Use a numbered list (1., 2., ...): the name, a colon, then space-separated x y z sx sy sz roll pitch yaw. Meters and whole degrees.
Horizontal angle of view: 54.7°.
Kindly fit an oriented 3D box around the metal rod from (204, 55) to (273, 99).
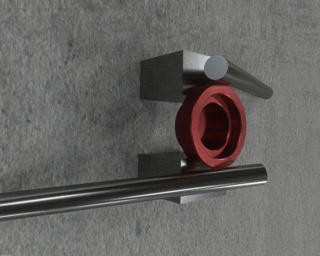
1. metal rod: 0.127 -0.063 0.445 0.301 0.025 0.025 -2 92 -62

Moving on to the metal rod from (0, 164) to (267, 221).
1. metal rod: -0.027 0.063 0.313 0.303 0.025 0.025 -4 93 -18

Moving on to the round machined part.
1. round machined part: 0.056 -0.002 0.368 0.099 0.042 0.097 0 90 -40

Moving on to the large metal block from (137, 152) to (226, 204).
1. large metal block: 0.028 0.059 0.396 0.081 0.080 0.050 1 89 -40

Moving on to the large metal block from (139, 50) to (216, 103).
1. large metal block: 0.030 -0.061 0.397 0.081 0.080 0.050 1 89 -40
